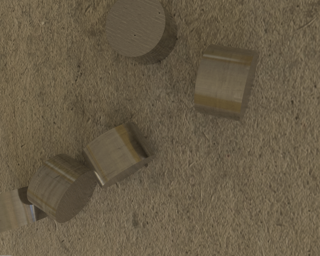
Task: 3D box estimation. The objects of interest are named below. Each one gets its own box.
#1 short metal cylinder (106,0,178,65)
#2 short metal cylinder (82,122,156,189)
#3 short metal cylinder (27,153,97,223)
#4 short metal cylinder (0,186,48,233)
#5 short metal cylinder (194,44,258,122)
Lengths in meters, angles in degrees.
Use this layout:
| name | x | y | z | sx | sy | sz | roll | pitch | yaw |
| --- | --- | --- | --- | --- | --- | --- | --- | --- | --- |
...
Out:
| name | x | y | z | sx | sy | sz | roll | pitch | yaw |
| --- | --- | --- | --- | --- | --- | --- | --- | --- | --- |
| short metal cylinder | -0.023 | -0.127 | 0.404 | 0.080 | 0.050 | 0.080 | 0 | 90 | 20 |
| short metal cylinder | -0.052 | 0.035 | 0.398 | 0.080 | 0.080 | 0.050 | -36 | 79 | 16 |
| short metal cylinder | -0.132 | 0.082 | 0.426 | 0.050 | 0.080 | 0.080 | 28 | 99 | 18 |
| short metal cylinder | -0.210 | 0.117 | 0.454 | 0.080 | 0.080 | 0.050 | -18 | 84 | 19 |
| short metal cylinder | 0.076 | -0.051 | 0.353 | 0.050 | 0.080 | 0.080 | 14 | 95 | 19 |
